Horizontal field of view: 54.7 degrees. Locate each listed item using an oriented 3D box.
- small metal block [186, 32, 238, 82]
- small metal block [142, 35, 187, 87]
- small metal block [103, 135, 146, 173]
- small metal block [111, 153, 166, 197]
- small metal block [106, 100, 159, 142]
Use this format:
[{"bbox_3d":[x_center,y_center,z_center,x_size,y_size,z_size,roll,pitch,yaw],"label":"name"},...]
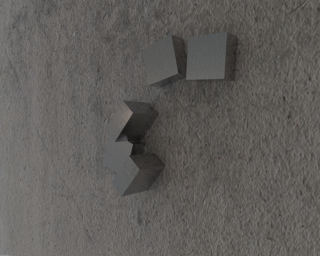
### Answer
[{"bbox_3d":[0.059,-0.080,0.356,0.050,0.025,0.050,5,93,40],"label":"small metal block"},{"bbox_3d":[0.007,-0.085,0.399,0.050,0.025,0.050,-16,80,39],"label":"small metal block"},{"bbox_3d":[-0.053,0.038,0.448,0.050,0.025,0.050,23,104,37],"label":"small metal block"},{"bbox_3d":[-0.028,0.061,0.412,0.025,0.050,0.050,49,119,29],"label":"small metal block"},{"bbox_3d":[-0.037,-0.009,0.419,0.025,0.050,0.050,49,119,28],"label":"small metal block"}]
